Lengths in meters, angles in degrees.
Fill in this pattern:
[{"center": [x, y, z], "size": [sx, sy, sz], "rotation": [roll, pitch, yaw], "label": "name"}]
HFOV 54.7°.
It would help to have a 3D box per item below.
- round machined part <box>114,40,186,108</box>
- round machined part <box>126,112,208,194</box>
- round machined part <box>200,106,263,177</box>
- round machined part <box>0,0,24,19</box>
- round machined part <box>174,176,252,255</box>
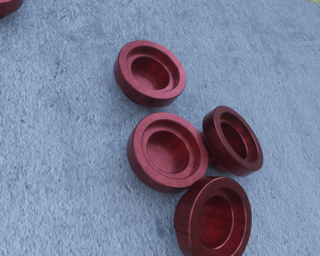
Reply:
[{"center": [-0.017, -0.069, 0.426], "size": [0.099, 0.042, 0.098], "rotation": [14, 56, -21], "label": "round machined part"}, {"center": [0.006, 0.033, 0.376], "size": [0.099, 0.042, 0.098], "rotation": [13, 56, -21], "label": "round machined part"}, {"center": [0.091, 0.022, 0.417], "size": [0.098, 0.042, 0.098], "rotation": [29, 41, -29], "label": "round machined part"}, {"center": [-0.219, -0.172, 0.380], "size": [0.099, 0.042, 0.098], "rotation": [14, 56, -21], "label": "round machined part"}, {"center": [0.054, 0.102, 0.344], "size": [0.099, 0.042, 0.097], "rotation": [3, 84, -37], "label": "round machined part"}]
